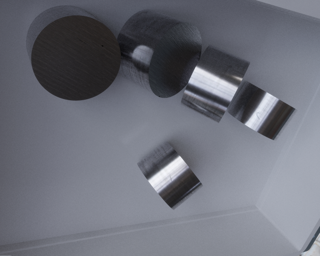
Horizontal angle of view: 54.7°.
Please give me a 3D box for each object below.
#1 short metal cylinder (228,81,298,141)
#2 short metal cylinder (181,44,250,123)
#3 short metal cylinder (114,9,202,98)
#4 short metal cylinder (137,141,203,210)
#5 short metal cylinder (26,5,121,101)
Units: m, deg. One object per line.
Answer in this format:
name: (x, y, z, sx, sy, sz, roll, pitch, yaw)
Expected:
short metal cylinder: (0.144, -0.025, 0.439, 0.080, 0.080, 0.050, 19, 108, -36)
short metal cylinder: (0.066, -0.053, 0.370, 0.050, 0.080, 0.079, 27, 109, 8)
short metal cylinder: (-0.001, -0.078, 0.328, 0.081, 0.050, 0.079, -34, 141, -33)
short metal cylinder: (0.014, 0.063, 0.422, 0.050, 0.080, 0.080, -39, 130, -3)
short metal cylinder: (-0.085, -0.073, 0.302, 0.081, 0.050, 0.079, -14, 124, -21)
